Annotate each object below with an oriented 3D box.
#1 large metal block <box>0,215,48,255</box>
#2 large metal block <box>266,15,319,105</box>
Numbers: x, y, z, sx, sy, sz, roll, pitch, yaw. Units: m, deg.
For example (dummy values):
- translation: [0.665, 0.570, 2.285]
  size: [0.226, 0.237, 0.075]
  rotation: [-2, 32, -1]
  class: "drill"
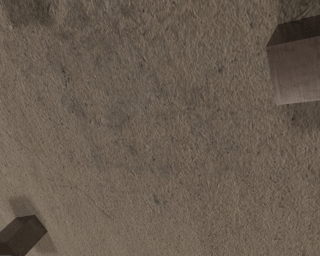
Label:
- translation: [-0.313, 0.241, 0.681]
  size: [0.080, 0.080, 0.050]
  rotation: [-17, 109, 34]
  class: "large metal block"
- translation: [0.140, -0.063, 0.258]
  size: [0.080, 0.080, 0.050]
  rotation: [-5, 116, 30]
  class: "large metal block"
